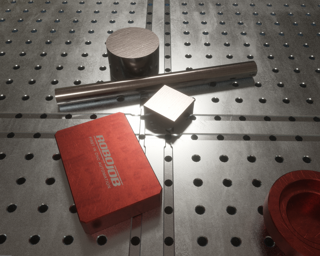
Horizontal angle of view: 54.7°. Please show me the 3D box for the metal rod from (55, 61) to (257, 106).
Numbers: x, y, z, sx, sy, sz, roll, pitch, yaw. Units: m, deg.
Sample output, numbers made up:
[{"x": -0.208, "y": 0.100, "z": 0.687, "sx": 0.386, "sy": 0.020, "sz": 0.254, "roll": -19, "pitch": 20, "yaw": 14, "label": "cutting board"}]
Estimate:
[{"x": 0.000, "y": -0.069, "z": 0.465, "sx": 0.302, "sy": 0.025, "sz": 0.025, "roll": -10, "pitch": 51, "yaw": -9, "label": "metal rod"}]

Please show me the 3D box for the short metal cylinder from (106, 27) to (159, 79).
[{"x": -0.041, "y": -0.115, "z": 0.487, "sx": 0.081, "sy": 0.050, "sz": 0.080, "roll": 0, "pitch": 50, "yaw": 0, "label": "short metal cylinder"}]

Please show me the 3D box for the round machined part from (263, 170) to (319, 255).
[{"x": 0.156, "y": 0.095, "z": 0.318, "sx": 0.099, "sy": 0.042, "sz": 0.098, "roll": 0, "pitch": 50, "yaw": 0, "label": "round machined part"}]

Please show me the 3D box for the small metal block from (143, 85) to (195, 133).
[{"x": 0.013, "y": -0.027, "z": 0.431, "sx": 0.050, "sy": 0.025, "sz": 0.050, "roll": 29, "pitch": 55, "yaw": 22, "label": "small metal block"}]

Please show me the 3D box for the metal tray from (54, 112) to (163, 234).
[{"x": -0.063, "y": 0.046, "z": 0.365, "sx": 0.091, "sy": 0.030, "sz": 0.130, "roll": -19, "pitch": 53, "yaw": -16, "label": "metal tray"}]
